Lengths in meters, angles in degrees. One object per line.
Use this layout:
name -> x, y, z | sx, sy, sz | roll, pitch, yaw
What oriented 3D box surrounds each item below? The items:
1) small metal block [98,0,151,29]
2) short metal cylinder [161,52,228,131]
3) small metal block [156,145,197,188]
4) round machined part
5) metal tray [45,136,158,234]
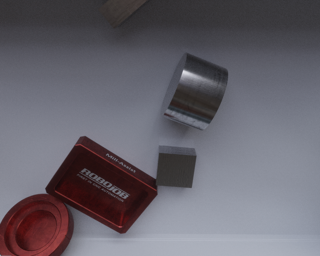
small metal block -> -0.038, -0.139, 0.346 | 0.050, 0.050, 0.025 | -37, 106, 12
short metal cylinder -> 0.039, -0.042, 0.367 | 0.050, 0.080, 0.079 | 20, 109, -8
small metal block -> 0.021, 0.054, 0.432 | 0.050, 0.025, 0.050 | 5, 110, -3
round machined part -> -0.168, 0.146, 0.433 | 0.099, 0.098, 0.042 | -7, 142, 2
metal tray -> -0.080, 0.082, 0.437 | 0.130, 0.030, 0.090 | 34, 106, -12
